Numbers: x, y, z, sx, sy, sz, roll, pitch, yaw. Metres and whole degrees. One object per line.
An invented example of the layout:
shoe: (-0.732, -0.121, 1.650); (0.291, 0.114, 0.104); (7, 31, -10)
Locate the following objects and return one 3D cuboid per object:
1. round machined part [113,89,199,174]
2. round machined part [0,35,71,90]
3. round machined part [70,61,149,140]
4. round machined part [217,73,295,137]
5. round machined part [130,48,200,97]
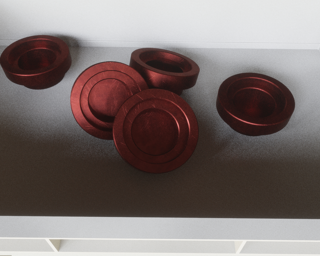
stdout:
round machined part: (-0.007, 0.005, 0.371); (0.099, 0.042, 0.097); (1, 81, -10)
round machined part: (-0.185, -0.096, 0.473); (0.099, 0.042, 0.098); (0, 50, 0)
round machined part: (-0.065, -0.036, 0.400); (0.099, 0.097, 0.042); (-16, 14, -13)
round machined part: (0.125, -0.027, 0.419); (0.099, 0.042, 0.098); (0, 50, 0)
round machined part: (0.004, -0.077, 0.445); (0.099, 0.042, 0.098); (10, 32, -6)
